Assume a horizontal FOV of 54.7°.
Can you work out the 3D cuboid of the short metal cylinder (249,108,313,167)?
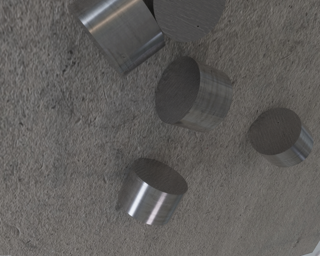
[{"bbox_3d":[0.188,0.015,0.483,0.080,0.080,0.050,-50,129,7],"label":"short metal cylinder"}]

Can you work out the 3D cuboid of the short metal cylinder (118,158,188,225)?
[{"bbox_3d":[-0.010,0.084,0.418,0.081,0.080,0.050,14,111,-34],"label":"short metal cylinder"}]

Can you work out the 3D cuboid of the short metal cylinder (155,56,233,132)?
[{"bbox_3d":[0.038,-0.039,0.368,0.050,0.080,0.080,14,111,-34],"label":"short metal cylinder"}]

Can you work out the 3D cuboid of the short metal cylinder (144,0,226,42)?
[{"bbox_3d":[0.020,-0.134,0.318,0.081,0.050,0.079,-14,124,-21],"label":"short metal cylinder"}]

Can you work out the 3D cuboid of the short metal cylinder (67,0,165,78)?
[{"bbox_3d":[-0.040,-0.094,0.291,0.050,0.080,0.080,-38,129,-2],"label":"short metal cylinder"}]
